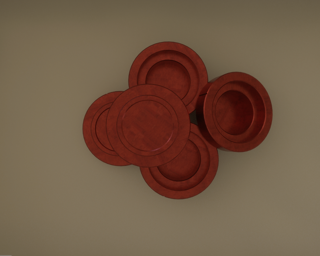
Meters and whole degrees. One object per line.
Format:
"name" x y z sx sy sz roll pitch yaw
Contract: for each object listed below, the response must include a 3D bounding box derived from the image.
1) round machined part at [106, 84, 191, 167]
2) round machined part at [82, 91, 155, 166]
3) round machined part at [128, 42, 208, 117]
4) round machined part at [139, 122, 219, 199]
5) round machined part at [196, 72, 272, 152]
"round machined part" -0.013 -0.003 0.358 0.099 0.042 0.097 0 90 -1
"round machined part" -0.051 0.001 0.399 0.099 0.042 0.097 0 90 -1
"round machined part" 0.010 -0.058 0.402 0.099 0.042 0.097 0 90 -1
"round machined part" 0.023 0.039 0.401 0.099 0.042 0.097 0 90 -1
"round machined part" 0.089 -0.019 0.392 0.099 0.042 0.097 1 87 -21
